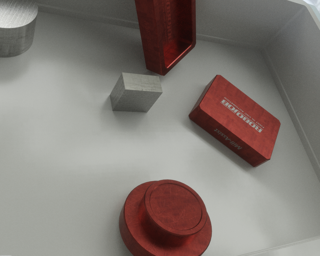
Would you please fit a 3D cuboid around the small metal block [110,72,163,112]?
[{"bbox_3d":[-0.032,-0.044,0.401,0.050,0.050,0.025,1,62,-28],"label":"small metal block"}]

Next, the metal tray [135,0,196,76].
[{"bbox_3d":[0.012,-0.148,0.428,0.030,0.129,0.090,28,59,26],"label":"metal tray"}]

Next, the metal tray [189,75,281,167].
[{"bbox_3d":[0.118,-0.013,0.476,0.130,0.030,0.090,37,51,-4],"label":"metal tray"}]

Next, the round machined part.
[{"bbox_3d":[0.010,0.093,0.326,0.099,0.042,0.098,15,37,-12],"label":"round machined part"}]

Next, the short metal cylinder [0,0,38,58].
[{"bbox_3d":[-0.191,-0.131,0.367,0.081,0.050,0.080,14,56,-21],"label":"short metal cylinder"}]
